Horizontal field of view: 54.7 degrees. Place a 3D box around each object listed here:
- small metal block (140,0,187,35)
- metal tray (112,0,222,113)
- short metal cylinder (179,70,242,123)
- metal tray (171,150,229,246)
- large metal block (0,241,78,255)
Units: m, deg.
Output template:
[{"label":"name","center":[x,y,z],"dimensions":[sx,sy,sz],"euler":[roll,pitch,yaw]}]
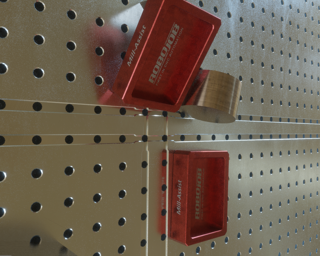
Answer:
[{"label":"small metal block","center":[0.005,-0.146,0.395],"dimensions":[0.025,0.050,0.050],"euler":[-39,116,-9]},{"label":"metal tray","center":[0.008,-0.086,0.373],"dimensions":[0.091,0.030,0.129],"euler":[8,116,-40]},{"label":"short metal cylinder","center":[0.070,-0.042,0.435],"dimensions":[0.080,0.080,0.050],"euler":[22,77,-38]},{"label":"metal tray","center":[0.061,0.098,0.459],"dimensions":[0.091,0.030,0.129],"euler":[3,88,-40]},{"label":"large metal block","center":[-0.118,0.138,0.276],"dimensions":[0.080,0.080,0.050],"euler":[19,78,-39]}]
